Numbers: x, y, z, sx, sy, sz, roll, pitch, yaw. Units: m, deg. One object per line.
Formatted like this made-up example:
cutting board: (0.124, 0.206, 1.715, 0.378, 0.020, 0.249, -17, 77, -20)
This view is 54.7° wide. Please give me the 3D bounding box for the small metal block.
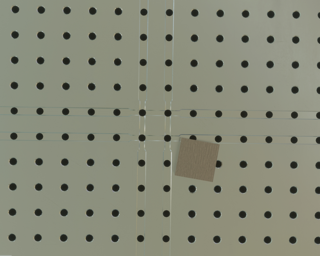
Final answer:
small metal block: (0.048, 0.041, 0.414, 0.050, 0.025, 0.050, 10, 90, -1)
